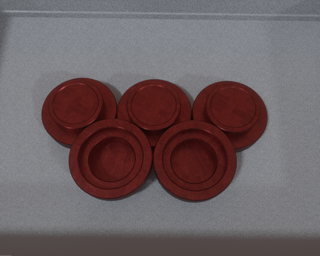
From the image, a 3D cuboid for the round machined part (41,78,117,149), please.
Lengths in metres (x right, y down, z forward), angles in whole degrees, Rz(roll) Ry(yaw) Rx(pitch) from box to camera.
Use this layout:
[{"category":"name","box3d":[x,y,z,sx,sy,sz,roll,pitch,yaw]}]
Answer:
[{"category":"round machined part","box3d":[-0.106,-0.024,0.406,0.099,0.042,0.098,0,69,-1]}]

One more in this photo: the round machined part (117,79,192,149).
[{"category":"round machined part","box3d":[-0.008,-0.022,0.406,0.099,0.042,0.098,0,69,0]}]

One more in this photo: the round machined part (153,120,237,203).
[{"category":"round machined part","box3d":[0.041,0.043,0.383,0.099,0.042,0.098,0,70,0]}]

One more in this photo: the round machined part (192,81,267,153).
[{"category":"round machined part","box3d":[0.091,-0.019,0.405,0.099,0.042,0.098,0,69,0]}]

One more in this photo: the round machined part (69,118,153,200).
[{"category":"round machined part","box3d":[-0.058,0.041,0.383,0.099,0.042,0.098,0,70,0]}]
